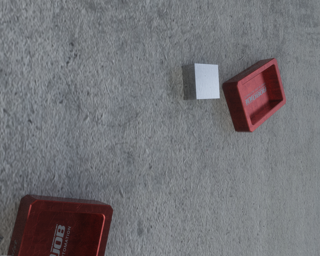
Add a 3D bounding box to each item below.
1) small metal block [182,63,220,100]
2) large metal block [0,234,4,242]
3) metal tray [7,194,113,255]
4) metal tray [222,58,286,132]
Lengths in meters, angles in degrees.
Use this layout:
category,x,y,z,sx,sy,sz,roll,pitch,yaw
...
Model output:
category,x,y,z,sx,sy,sz,roll,pitch,yaw
small metal block,0.061,-0.067,0.455,0.050,0.025,0.050,-7,94,-40
large metal block,-0.186,0.097,0.233,0.080,0.050,0.080,43,64,-32
metal tray,-0.105,0.138,0.313,0.091,0.030,0.129,17,79,-39
metal tray,0.169,-0.059,0.542,0.131,0.030,0.090,-33,110,-35
